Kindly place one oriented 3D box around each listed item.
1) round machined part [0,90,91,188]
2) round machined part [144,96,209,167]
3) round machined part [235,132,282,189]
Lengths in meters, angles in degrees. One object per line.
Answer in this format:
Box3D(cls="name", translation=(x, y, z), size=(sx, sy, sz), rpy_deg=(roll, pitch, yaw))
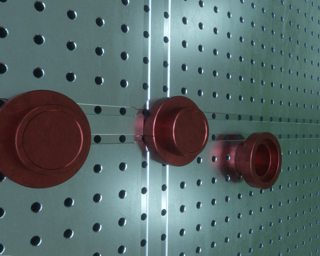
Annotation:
Box3D(cls="round machined part", translation=(-0.112, 0.011, 0.305), size=(0.099, 0.042, 0.097), rpy_deg=(0, 91, -40))
Box3D(cls="round machined part", translation=(0.029, 0.004, 0.425), size=(0.099, 0.042, 0.097), rpy_deg=(0, 90, -40))
Box3D(cls="round machined part", translation=(0.170, 0.055, 0.544), size=(0.099, 0.042, 0.097), rpy_deg=(0, 90, -40))
